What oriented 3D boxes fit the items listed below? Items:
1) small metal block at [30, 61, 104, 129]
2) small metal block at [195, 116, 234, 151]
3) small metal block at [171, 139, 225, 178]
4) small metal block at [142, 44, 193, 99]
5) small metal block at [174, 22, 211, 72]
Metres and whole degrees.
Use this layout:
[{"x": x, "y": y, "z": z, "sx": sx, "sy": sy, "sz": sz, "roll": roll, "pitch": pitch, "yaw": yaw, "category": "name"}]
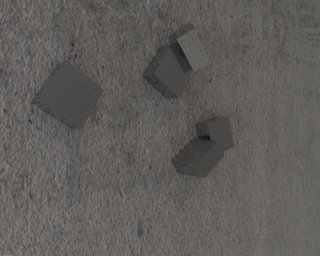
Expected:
[{"x": -0.096, "y": -0.033, "z": 0.324, "sx": 0.050, "sy": 0.025, "sz": 0.050, "roll": 39, "pitch": 66, "yaw": -33, "category": "small metal block"}, {"x": 0.085, "y": 0.012, "z": 0.475, "sx": 0.050, "sy": 0.025, "sz": 0.050, "roll": -20, "pitch": 103, "yaw": -38, "category": "small metal block"}, {"x": 0.053, "y": 0.041, "z": 0.433, "sx": 0.050, "sy": 0.050, "sz": 0.025, "roll": -41, "pitch": 116, "yaw": -32, "category": "small metal block"}, {"x": 0.011, "y": -0.074, "z": 0.414, "sx": 0.050, "sy": 0.025, "sz": 0.050, "roll": 41, "pitch": 65, "yaw": -33, "category": "small metal block"}, {"x": 0.044, "y": -0.111, "z": 0.423, "sx": 0.050, "sy": 0.025, "sz": 0.050, "roll": 57, "pitch": 14, "yaw": -25, "category": "small metal block"}]
